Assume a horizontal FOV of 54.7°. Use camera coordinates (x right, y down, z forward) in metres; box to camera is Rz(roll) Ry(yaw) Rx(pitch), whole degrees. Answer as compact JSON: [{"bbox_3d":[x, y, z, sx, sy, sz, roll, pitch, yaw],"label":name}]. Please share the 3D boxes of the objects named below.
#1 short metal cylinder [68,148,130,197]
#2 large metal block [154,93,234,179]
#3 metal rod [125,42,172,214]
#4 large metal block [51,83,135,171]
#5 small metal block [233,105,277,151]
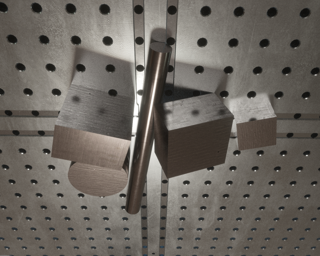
[{"bbox_3d":[-0.084,0.052,0.439,0.081,0.050,0.079,0,130,0],"label":"short metal cylinder"},{"bbox_3d":[0.039,0.009,0.389,0.081,0.050,0.079,-13,132,-15],"label":"large metal block"},{"bbox_3d":[-0.023,0.024,0.431,0.025,0.025,0.298,7,130,-6],"label":"metal rod"},{"bbox_3d":[-0.077,-0.002,0.372,0.081,0.080,0.050,13,129,-11],"label":"large metal block"},{"bbox_3d":[0.127,0.001,0.414,0.050,0.025,0.050,-10,130,8],"label":"small metal block"}]
